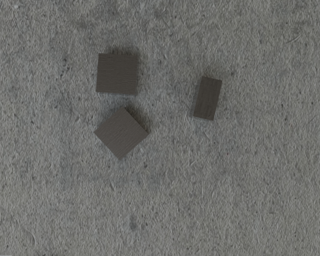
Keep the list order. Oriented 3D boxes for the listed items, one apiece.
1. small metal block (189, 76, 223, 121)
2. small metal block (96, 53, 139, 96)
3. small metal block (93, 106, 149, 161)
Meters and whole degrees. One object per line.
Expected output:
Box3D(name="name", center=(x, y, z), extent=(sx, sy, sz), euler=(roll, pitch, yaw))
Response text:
Box3D(name="small metal block", center=(0.058, -0.036, 0.398), extent=(0.025, 0.050, 0.050), euler=(13, 90, 0))
Box3D(name="small metal block", center=(-0.055, -0.069, 0.409), extent=(0.050, 0.025, 0.050), euler=(4, 90, 0))
Box3D(name="small metal block", center=(-0.050, 0.007, 0.409), extent=(0.050, 0.025, 0.050), euler=(-43, 90, 0))
